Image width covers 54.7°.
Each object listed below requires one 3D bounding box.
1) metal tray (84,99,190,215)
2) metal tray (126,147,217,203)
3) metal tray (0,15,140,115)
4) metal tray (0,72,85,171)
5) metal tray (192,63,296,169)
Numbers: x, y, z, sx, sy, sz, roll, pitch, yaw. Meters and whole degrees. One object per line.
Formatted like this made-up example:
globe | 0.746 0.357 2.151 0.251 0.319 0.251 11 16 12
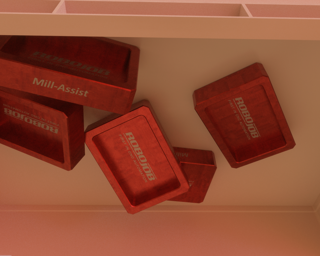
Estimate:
metal tray | -0.028 0.040 0.402 0.090 0.030 0.129 -25 108 6
metal tray | 0.010 0.070 0.465 0.131 0.030 0.089 7 130 -6
metal tray | -0.088 -0.065 0.309 0.131 0.090 0.030 13 129 -12
metal tray | -0.154 -0.010 0.364 0.130 0.030 0.089 19 131 11
metal tray | 0.110 -0.009 0.399 0.090 0.030 0.130 -24 127 18
